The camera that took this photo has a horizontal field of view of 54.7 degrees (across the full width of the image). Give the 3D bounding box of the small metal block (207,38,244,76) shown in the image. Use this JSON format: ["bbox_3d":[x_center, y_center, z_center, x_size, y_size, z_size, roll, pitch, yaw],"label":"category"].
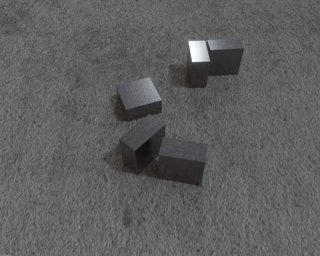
[{"bbox_3d":[0.097,-0.109,0.479,0.050,0.050,0.025,-4,50,-4],"label":"small metal block"}]

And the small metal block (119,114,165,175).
[{"bbox_3d":[-0.020,0.020,0.370,0.025,0.050,0.050,34,58,25],"label":"small metal block"}]

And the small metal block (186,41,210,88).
[{"bbox_3d":[0.057,-0.096,0.468,0.025,0.050,0.050,-2,50,-2],"label":"small metal block"}]

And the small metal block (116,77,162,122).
[{"bbox_3d":[-0.030,-0.041,0.437,0.050,0.025,0.050,-16,52,-13],"label":"small metal block"}]

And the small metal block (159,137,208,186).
[{"bbox_3d":[0.026,0.039,0.354,0.050,0.050,0.025,9,51,7],"label":"small metal block"}]
